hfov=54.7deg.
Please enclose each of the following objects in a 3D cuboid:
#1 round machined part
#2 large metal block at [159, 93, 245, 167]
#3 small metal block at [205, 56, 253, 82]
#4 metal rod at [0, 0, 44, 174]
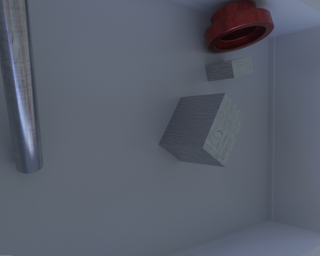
[{"bbox_3d":[0.113,-0.152,0.459,0.099,0.098,0.042,-7,80,-40],"label":"round machined part"},{"bbox_3d":[0.057,0.002,0.421,0.050,0.080,0.080,39,66,-34],"label":"large metal block"},{"bbox_3d":[0.108,-0.092,0.483,0.050,0.050,0.025,-21,104,-38],"label":"small metal block"},{"bbox_3d":[-0.110,-0.090,0.227,0.025,0.025,0.298,-20,131,-38],"label":"metal rod"}]
